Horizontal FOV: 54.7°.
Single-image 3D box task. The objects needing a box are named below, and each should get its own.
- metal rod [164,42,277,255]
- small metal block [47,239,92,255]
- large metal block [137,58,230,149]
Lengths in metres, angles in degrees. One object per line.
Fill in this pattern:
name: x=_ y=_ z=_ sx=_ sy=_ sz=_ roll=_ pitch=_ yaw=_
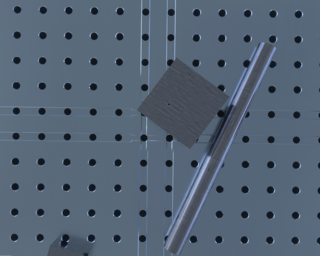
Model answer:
metal rod: x=0.080 y=0.027 z=0.413 sx=0.025 sy=0.025 sz=0.299 roll=25 pitch=90 yaw=0
small metal block: x=-0.125 y=0.183 z=0.412 sx=0.050 sy=0.025 sz=0.050 roll=16 pitch=90 yaw=0
large metal block: x=0.028 y=-0.030 z=0.401 sx=0.080 sy=0.050 sz=0.080 roll=37 pitch=90 yaw=0
